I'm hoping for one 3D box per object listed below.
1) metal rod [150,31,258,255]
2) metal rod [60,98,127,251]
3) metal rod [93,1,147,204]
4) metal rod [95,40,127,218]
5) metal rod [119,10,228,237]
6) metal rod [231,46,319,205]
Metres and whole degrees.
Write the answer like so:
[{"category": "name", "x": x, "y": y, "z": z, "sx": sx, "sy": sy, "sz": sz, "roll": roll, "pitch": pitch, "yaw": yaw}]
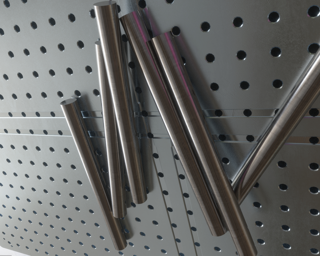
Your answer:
[{"category": "metal rod", "x": 0.058, "y": 0.031, "z": 0.377, "sx": 0.025, "sy": 0.025, "sz": 0.299, "roll": -15, "pitch": 104, "yaw": 34}, {"category": "metal rod", "x": -0.105, "y": 0.092, "z": 0.523, "sx": 0.025, "sy": 0.025, "sz": 0.298, "roll": 1, "pitch": 119, "yaw": 28}, {"category": "metal rod", "x": -0.046, "y": -0.011, "z": 0.417, "sx": 0.025, "sy": 0.025, "sz": 0.298, "roll": 10, "pitch": 127, "yaw": 23}, {"category": "metal rod", "x": -0.069, "y": 0.021, "z": 0.461, "sx": 0.025, "sy": 0.025, "sz": 0.298, "roll": 14, "pitch": 124, "yaw": 20}, {"category": "metal rod", "x": 0.023, "y": 0.005, "z": 0.385, "sx": 0.025, "sy": 0.025, "sz": 0.299, "roll": -14, "pitch": 106, "yaw": 34}, {"category": "metal rod", "x": 0.130, "y": 0.008, "z": 0.347, "sx": 0.025, "sy": 0.025, "sz": 0.298, "roll": 28, "pitch": 128, "yaw": 10}]
